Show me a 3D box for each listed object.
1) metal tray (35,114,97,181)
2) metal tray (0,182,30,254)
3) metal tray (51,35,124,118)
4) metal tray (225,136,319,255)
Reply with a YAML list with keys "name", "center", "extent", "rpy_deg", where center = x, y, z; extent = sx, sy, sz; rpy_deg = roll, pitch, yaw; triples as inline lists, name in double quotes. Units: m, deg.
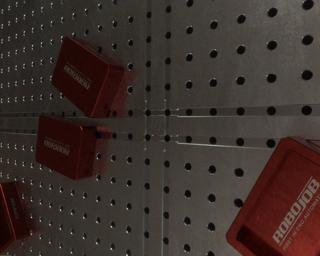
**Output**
- name: "metal tray"
  center: [-0.168, 0.030, 0.541]
  extent: [0.130, 0.030, 0.089]
  rpy_deg: [14, 99, 38]
- name: "metal tray"
  center: [-0.336, 0.195, 0.678]
  extent: [0.090, 0.030, 0.130]
  rpy_deg: [-41, 65, 32]
- name: "metal tray"
  center: [-0.122, -0.084, 0.504]
  extent: [0.130, 0.030, 0.089]
  rpy_deg: [37, 113, 33]
- name: "metal tray"
  center: [0.131, 0.084, 0.296]
  extent: [0.090, 0.030, 0.129]
  rpy_deg: [36, 112, 34]
